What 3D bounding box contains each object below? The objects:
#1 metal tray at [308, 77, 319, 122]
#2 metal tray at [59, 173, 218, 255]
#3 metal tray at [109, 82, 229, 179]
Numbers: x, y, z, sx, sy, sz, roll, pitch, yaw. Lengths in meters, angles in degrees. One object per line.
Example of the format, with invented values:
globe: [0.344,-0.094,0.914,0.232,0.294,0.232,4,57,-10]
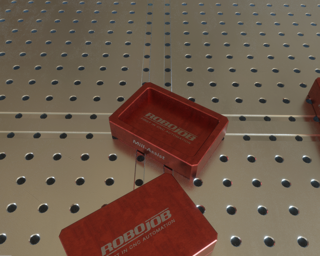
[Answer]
metal tray: [0.268,-0.014,0.419,0.091,0.030,0.130,1,50,0]
metal tray: [-0.021,0.112,0.310,0.131,0.030,0.090,-26,55,-21]
metal tray: [0.011,-0.002,0.406,0.130,0.030,0.090,27,55,20]
